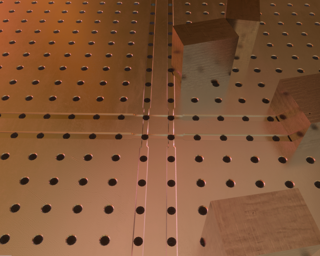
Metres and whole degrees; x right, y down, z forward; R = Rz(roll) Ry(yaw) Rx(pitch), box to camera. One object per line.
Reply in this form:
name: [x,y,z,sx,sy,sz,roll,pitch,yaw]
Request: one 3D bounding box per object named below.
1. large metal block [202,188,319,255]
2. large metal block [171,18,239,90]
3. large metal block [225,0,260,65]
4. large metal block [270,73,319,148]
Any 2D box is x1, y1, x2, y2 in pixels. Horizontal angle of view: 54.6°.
large metal block: [0.087,0.102,0.286,0.080,0.080,0.050,-7,51,-6]
large metal block: [0.064,-0.111,0.466,0.081,0.080,0.050,-12,51,-10]
large metal block: [0.129,-0.163,0.510,0.050,0.080,0.080,8,51,7]
large metal block: [0.208,-0.026,0.414,0.081,0.050,0.080,-10,51,-8]
